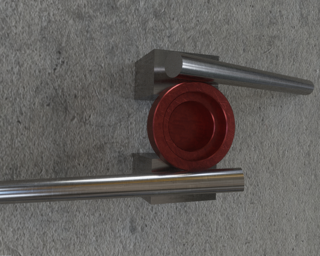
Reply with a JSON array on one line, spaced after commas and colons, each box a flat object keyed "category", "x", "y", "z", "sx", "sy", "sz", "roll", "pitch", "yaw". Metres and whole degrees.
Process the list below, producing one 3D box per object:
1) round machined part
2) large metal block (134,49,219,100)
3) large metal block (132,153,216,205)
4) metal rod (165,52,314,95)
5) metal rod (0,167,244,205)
[{"category": "round machined part", "x": 0.032, "y": -0.002, "z": 0.351, "sx": 0.099, "sy": 0.042, "sz": 0.097, "roll": 0, "pitch": 90, "yaw": -21}, {"category": "large metal block", "x": 0.017, "y": -0.061, "z": 0.388, "sx": 0.081, "sy": 0.080, "sz": 0.050, "roll": 1, "pitch": 90, "yaw": -20}, {"category": "large metal block", "x": 0.015, "y": 0.059, "z": 0.387, "sx": 0.081, "sy": 0.080, "sz": 0.050, "roll": 1, "pitch": 90, "yaw": -20}, {"category": "metal rod", "x": 0.125, "y": -0.063, "z": 0.401, "sx": 0.302, "sy": 0.025, "sz": 0.025, "roll": -1, "pitch": 91, "yaw": -42}, {"category": "metal rod", "x": -0.066, "y": 0.063, "z": 0.328, "sx": 0.302, "sy": 0.025, "sz": 0.025, "roll": -4, "pitch": 92, "yaw": 2}]
